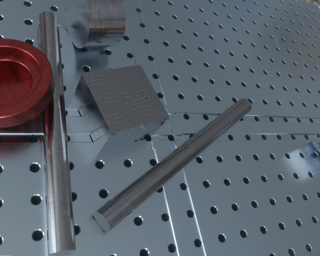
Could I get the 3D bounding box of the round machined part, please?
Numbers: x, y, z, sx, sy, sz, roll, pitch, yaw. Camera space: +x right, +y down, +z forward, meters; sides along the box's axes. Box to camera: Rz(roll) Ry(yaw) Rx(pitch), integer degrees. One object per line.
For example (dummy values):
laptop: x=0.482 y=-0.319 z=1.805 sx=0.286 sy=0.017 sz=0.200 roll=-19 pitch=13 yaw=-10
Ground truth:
round machined part: x=-0.162 y=-0.043 z=0.325 sx=0.099 sy=0.042 sz=0.098 roll=4 pitch=62 yaw=-8

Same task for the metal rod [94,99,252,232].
metal rod: x=0.039 y=0.030 z=0.410 sx=0.302 sy=0.025 sz=0.025 roll=-34 pitch=81 yaw=-38

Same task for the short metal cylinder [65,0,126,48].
short metal cylinder: x=-0.088 y=-0.149 z=0.416 sx=0.050 sy=0.080 sz=0.080 roll=-13 pitch=69 yaw=-34

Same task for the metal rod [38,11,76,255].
metal rod: x=-0.120 y=-0.016 z=0.352 sx=0.025 sy=0.025 sz=0.299 roll=2 pitch=61 yaw=-27

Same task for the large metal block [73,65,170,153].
large metal block: x=-0.049 y=-0.026 z=0.381 sx=0.081 sy=0.050 sz=0.080 roll=-17 pitch=71 yaw=-35

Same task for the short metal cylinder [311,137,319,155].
short metal cylinder: x=0.307 y=0.025 z=0.522 sx=0.081 sy=0.080 sz=0.050 roll=-17 pitch=71 yaw=-35
